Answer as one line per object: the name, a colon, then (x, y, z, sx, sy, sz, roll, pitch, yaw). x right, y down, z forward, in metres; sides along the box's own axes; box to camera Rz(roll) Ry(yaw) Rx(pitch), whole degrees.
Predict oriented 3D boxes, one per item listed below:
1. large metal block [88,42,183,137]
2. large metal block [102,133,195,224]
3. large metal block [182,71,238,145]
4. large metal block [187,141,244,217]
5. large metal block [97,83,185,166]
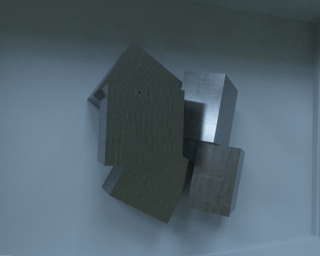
large metal block: (-0.030, -0.045, 0.386, 0.080, 0.050, 0.080, 38, 78, -17)
large metal block: (-0.014, 0.060, 0.389, 0.080, 0.050, 0.080, 31, 80, -18)
large metal block: (0.061, -0.021, 0.397, 0.080, 0.050, 0.080, 19, 81, -65)
large metal block: (0.076, 0.064, 0.402, 0.050, 0.080, 0.080, 10, 86, 19)
large metal block: (-0.022, -0.001, 0.334, 0.081, 0.050, 0.080, 3, 88, -19)
